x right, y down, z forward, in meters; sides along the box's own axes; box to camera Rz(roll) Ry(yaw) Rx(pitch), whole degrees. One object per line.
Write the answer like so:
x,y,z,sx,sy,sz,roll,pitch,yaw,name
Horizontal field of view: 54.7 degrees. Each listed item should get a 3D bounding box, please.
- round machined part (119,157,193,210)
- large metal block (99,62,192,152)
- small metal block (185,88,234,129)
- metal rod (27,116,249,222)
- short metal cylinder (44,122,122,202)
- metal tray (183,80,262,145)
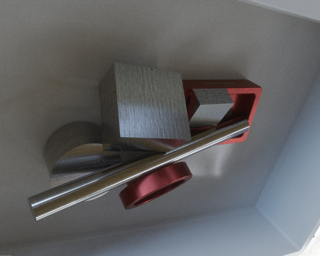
-0.010,0.068,0.413,0.099,0.042,0.098,-25,164,-8,round machined part
-0.018,-0.019,0.341,0.081,0.080,0.050,3,159,-29,large metal block
0.058,-0.025,0.397,0.050,0.025,0.050,-5,147,-26,small metal block
-0.001,0.037,0.377,0.302,0.025,0.025,-19,127,-31,metal rod
-0.091,0.039,0.365,0.081,0.050,0.079,-14,125,-21,short metal cylinder
0.073,-0.020,0.432,0.131,0.030,0.089,-5,121,-27,metal tray
